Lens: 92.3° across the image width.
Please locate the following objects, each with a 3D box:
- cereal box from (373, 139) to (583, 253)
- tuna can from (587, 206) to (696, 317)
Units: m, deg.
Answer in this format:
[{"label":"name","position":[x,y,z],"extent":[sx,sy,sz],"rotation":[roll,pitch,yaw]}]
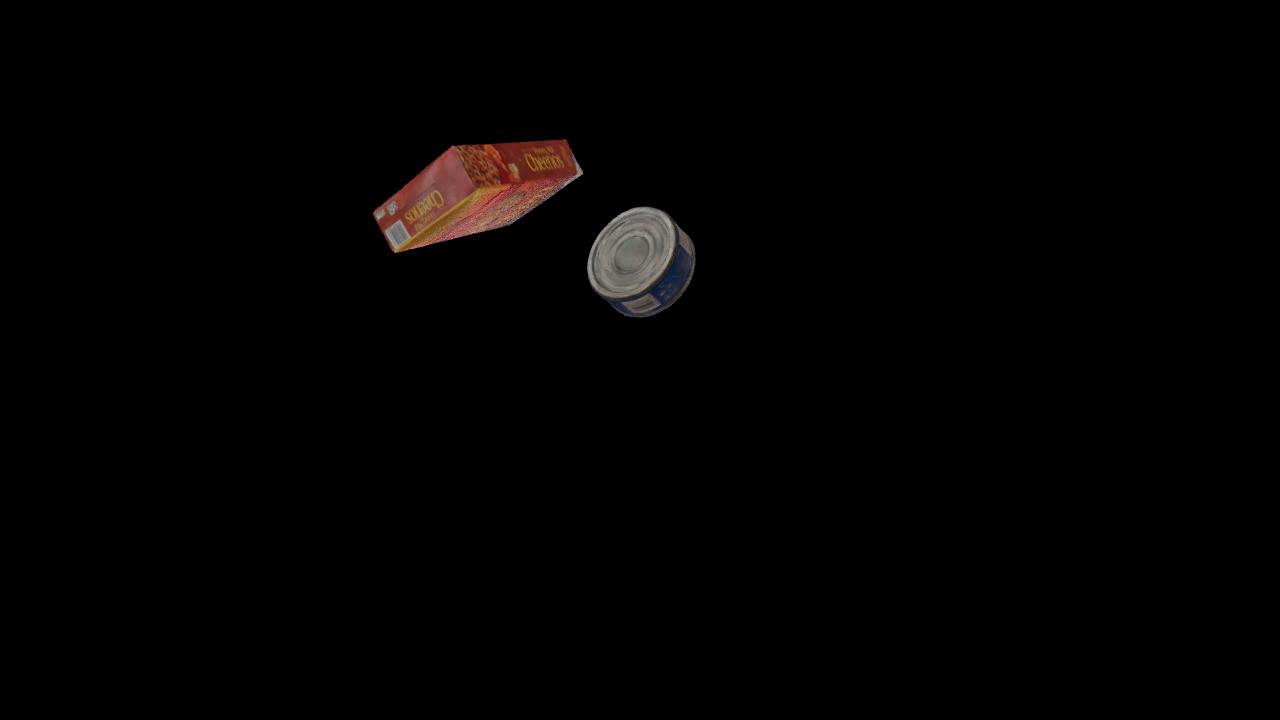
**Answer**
[{"label":"cereal box","position":[-0.252,-0.276,1.012],"extent":[0.203,0.081,0.306],"rotation":[-24,7,30]},{"label":"tuna can","position":[0.000,-0.078,0.489],"extent":[0.084,0.084,0.034],"rotation":[0,-20,32]}]
